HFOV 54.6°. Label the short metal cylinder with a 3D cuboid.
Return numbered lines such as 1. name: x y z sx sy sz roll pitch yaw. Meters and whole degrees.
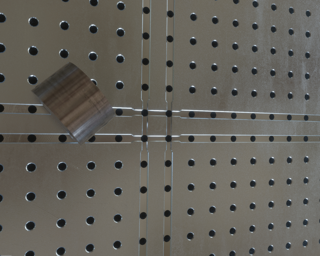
1. short metal cylinder: -0.096 -0.026 0.348 0.050 0.080 0.080 -43 104 -15
